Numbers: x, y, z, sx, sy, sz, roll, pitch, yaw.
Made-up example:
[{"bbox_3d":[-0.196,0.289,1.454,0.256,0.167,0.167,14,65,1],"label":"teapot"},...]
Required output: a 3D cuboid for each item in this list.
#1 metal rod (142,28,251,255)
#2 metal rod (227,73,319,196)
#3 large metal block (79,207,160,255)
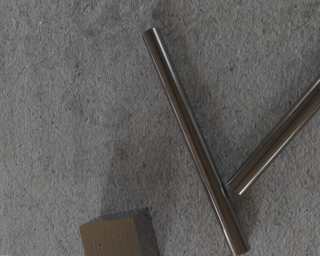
[{"bbox_3d":[0.043,0.011,0.393,0.025,0.025,0.299,-24,82,18],"label":"metal rod"},{"bbox_3d":[0.180,-0.043,0.345,0.025,0.025,0.299,40,102,15],"label":"metal rod"},{"bbox_3d":[-0.051,0.157,0.413,0.080,0.050,0.080,-16,85,19],"label":"large metal block"}]
